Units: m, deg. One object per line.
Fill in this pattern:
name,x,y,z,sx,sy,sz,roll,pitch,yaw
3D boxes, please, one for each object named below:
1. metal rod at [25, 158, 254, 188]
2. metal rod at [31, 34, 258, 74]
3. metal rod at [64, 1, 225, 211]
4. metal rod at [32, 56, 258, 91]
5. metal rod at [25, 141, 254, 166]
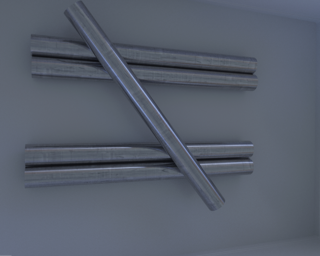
metal rod,-0.011,0.056,0.404,0.302,0.025,0.025,0,90,-20
metal rod,-0.005,-0.093,0.406,0.302,0.025,0.025,1,90,-20
metal rod,-0.011,-0.017,0.379,0.025,0.025,0.299,-40,103,-16
metal rod,-0.005,-0.068,0.407,0.302,0.025,0.025,1,90,-20
metal rod,-0.011,0.031,0.404,0.302,0.025,0.025,0,90,-20
